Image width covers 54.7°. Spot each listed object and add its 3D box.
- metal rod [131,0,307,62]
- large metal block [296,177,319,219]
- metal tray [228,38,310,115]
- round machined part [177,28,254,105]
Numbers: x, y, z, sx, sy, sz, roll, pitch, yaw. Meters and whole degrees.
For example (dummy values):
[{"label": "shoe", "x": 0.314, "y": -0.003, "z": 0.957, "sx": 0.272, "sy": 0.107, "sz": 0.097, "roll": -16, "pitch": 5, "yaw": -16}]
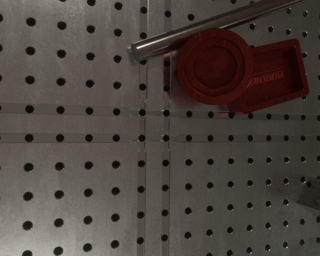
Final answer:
[{"label": "metal rod", "x": 0.099, "y": -0.156, "z": 0.450, "sx": 0.302, "sy": 0.025, "sz": 0.025, "roll": -24, "pitch": 98, "yaw": -19}, {"label": "large metal block", "x": 0.284, "y": 0.125, "z": 0.491, "sx": 0.080, "sy": 0.080, "sz": 0.050, "roll": 34, "pitch": 79, "yaw": -17}, {"label": "metal tray", "x": 0.159, "y": -0.078, "z": 0.470, "sx": 0.131, "sy": 0.030, "sz": 0.089, "roll": -16, "pitch": 96, "yaw": -20}, {"label": "round machined part", "x": 0.075, "y": -0.081, "z": 0.416, "sx": 0.098, "sy": 0.042, "sz": 0.097, "roll": 2, "pitch": 100, "yaw": 13}]
